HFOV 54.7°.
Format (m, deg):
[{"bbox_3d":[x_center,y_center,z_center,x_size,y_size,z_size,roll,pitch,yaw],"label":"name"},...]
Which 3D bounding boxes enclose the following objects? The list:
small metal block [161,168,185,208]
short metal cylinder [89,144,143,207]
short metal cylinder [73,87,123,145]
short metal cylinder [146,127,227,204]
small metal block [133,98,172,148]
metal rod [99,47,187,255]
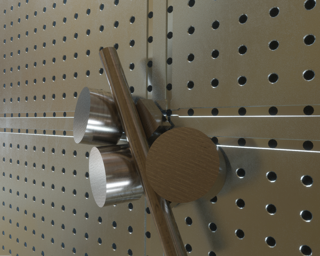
[{"bbox_3d":[0.009,0.072,0.397,0.050,0.025,0.050,-48,62,29],"label":"small metal block"},{"bbox_3d":[-0.061,0.063,0.421,0.080,0.050,0.079,15,107,61],"label":"short metal cylinder"},{"bbox_3d":[-0.088,-0.015,0.443,0.080,0.050,0.080,-25,60,56],"label":"short metal cylinder"},{"bbox_3d":[0.031,0.044,0.346,0.080,0.050,0.080,-6,74,19],"label":"short metal cylinder"},{"bbox_3d":[-0.020,-0.004,0.421,0.050,0.025,0.050,-51,61,28],"label":"small metal block"},{"bbox_3d":[-0.024,0.029,0.391,0.025,0.025,0.299,-32,70,35],"label":"metal rod"}]
